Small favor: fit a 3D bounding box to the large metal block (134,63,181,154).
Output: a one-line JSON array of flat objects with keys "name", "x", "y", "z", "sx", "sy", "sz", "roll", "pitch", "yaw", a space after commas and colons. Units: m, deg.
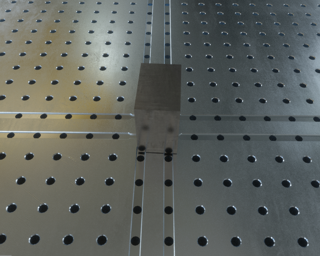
[{"name": "large metal block", "x": -0.001, "y": -0.024, "z": 0.391, "sx": 0.050, "sy": 0.080, "sz": 0.080, "roll": 3, "pitch": 50, "yaw": 2}]
